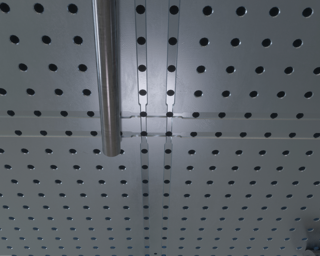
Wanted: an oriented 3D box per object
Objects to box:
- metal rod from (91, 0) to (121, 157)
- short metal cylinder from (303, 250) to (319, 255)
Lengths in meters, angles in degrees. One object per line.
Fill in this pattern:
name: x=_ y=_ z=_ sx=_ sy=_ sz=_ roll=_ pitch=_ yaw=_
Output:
metal rod: x=-0.058 y=-0.081 z=0.341 sx=0.025 sy=0.025 sz=0.298 roll=3 pitch=130 yaw=-3
short metal cylinder: x=0.330 y=0.289 z=0.625 sx=0.050 sy=0.080 sz=0.079 roll=1 pitch=130 yaw=-1
